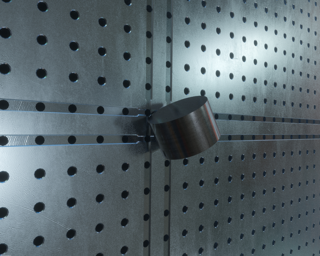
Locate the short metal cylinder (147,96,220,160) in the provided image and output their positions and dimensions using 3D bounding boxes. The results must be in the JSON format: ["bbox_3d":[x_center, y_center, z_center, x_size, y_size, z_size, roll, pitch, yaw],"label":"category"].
[{"bbox_3d":[0.031,-0.002,0.397,0.080,0.080,0.050,-35,111,-34],"label":"short metal cylinder"}]
